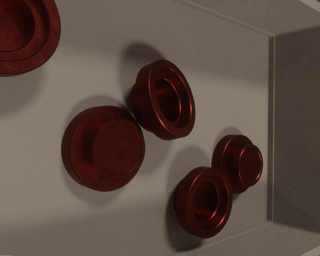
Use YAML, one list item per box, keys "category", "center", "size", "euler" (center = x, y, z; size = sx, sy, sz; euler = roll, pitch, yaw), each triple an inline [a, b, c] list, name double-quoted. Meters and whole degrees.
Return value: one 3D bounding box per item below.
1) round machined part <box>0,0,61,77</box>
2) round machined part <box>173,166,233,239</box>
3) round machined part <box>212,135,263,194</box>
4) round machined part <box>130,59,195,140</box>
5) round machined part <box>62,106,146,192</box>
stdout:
- category: "round machined part"
  center: [-0.144, -0.094, 0.275]
  size: [0.099, 0.042, 0.097]
  euler: [0, 90, -40]
- category: "round machined part"
  center: [0.058, 0.104, 0.447]
  size: [0.099, 0.042, 0.097]
  euler: [0, 90, -40]
- category: "round machined part"
  center: [0.133, 0.060, 0.511]
  size: [0.099, 0.042, 0.097]
  euler: [0, 90, -40]
- category: "round machined part"
  center: [0.001, -0.032, 0.385]
  size: [0.098, 0.042, 0.098]
  euler: [26, 56, -48]
- category: "round machined part"
  center: [-0.056, 0.023, 0.351]
  size: [0.099, 0.042, 0.097]
  euler: [0, 90, -40]
